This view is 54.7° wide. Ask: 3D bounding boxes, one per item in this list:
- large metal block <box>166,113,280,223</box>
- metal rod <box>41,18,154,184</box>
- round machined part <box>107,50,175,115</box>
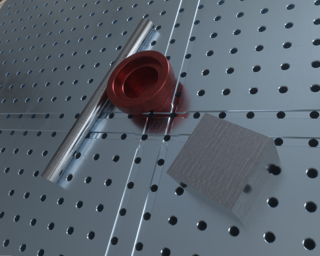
[{"bbox_3d":[0.068,0.040,0.332,0.080,0.050,0.080,25,75,36],"label":"large metal block"},{"bbox_3d":[-0.091,-0.052,0.487,0.025,0.025,0.300,18,71,35],"label":"metal rod"},{"bbox_3d":[-0.024,-0.061,0.447,0.098,0.042,0.098,-13,56,21],"label":"round machined part"}]
